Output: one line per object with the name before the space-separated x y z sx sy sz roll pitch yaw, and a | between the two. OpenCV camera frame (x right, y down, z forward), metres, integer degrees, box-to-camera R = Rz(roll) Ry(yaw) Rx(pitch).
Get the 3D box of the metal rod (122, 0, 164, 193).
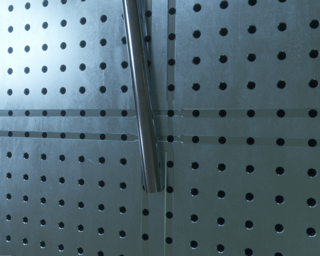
metal rod | -0.026 -0.063 0.422 0.025 0.025 0.299 -8 87 20
